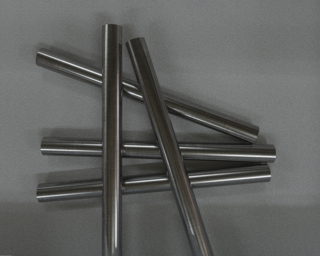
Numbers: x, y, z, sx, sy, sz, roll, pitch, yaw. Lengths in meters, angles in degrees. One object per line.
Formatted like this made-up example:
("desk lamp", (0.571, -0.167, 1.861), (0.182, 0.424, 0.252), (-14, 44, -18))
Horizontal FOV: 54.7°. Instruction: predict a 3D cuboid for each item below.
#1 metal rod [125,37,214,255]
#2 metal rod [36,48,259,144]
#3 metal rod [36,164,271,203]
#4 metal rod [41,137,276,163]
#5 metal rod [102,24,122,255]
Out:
("metal rod", (0.014, 0.034, 0.385), (0.025, 0.025, 0.298), (-18, 90, 0))
("metal rod", (-0.016, -0.042, 0.409), (0.302, 0.025, 0.025), (20, 90, -1))
("metal rod", (-0.007, 0.073, 0.410), (0.302, 0.025, 0.025), (-5, 90, -1))
("metal rod", (-0.001, 0.029, 0.409), (0.302, 0.025, 0.025), (2, 90, -1))
("metal rod", (-0.059, 0.024, 0.383), (0.025, 0.025, 0.298), (0, 90, -1))
